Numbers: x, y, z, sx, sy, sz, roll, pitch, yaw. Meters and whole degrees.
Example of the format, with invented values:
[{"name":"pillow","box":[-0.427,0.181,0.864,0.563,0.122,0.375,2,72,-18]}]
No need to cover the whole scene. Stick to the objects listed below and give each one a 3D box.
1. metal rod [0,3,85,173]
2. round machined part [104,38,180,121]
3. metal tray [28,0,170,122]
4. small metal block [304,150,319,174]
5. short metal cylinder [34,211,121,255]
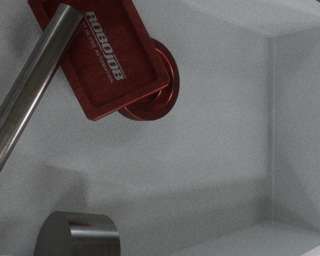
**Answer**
[{"name":"metal rod","box":[-0.143,0.029,0.258,0.025,0.025,0.299,32,79,-36]},{"name":"round machined part","box":[-0.026,-0.057,0.376,0.099,0.042,0.097,0,90,-40]},{"name":"metal tray","box":[-0.059,-0.083,0.312,0.091,0.030,0.129,-27,93,-11]},{"name":"small metal block","box":[0.358,0.079,0.714,0.050,0.025,0.050,13,82,-40]},{"name":"short metal cylinder","box":[-0.083,0.124,0.303,0.050,0.080,0.080,19,78,-39]}]
